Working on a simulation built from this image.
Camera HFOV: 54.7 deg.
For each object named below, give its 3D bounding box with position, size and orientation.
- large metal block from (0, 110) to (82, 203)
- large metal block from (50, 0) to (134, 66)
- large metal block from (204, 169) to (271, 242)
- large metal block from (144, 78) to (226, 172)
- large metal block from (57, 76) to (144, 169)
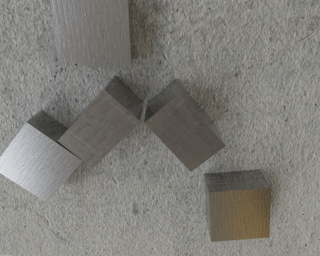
[{"bbox_3d":[-0.153,0.037,0.408,0.080,0.050,0.080,38,106,-13],"label":"large metal block"},{"bbox_3d":[-0.073,-0.115,0.353,0.081,0.050,0.079,-1,110,0],"label":"large metal block"},{"bbox_3d":[0.107,0.109,0.437,0.080,0.050,0.079,-5,110,1],"label":"large metal block"},{"bbox_3d":[0.028,-0.007,0.378,0.050,0.080,0.080,-39,106,13],"label":"large metal block"},{"bbox_3d":[-0.067,-0.010,0.376,0.050,0.080,0.080,42,105,-14],"label":"large metal block"}]
